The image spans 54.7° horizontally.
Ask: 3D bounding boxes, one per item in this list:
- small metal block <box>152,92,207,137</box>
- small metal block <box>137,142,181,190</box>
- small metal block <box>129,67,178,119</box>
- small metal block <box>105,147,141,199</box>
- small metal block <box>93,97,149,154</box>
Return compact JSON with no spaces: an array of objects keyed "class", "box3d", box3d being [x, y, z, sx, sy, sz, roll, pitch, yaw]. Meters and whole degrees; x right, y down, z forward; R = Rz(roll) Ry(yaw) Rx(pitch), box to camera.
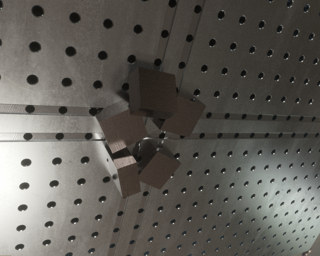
[{"class":"small metal block","box3d":[0.026,-0.019,0.415,0.050,0.025,0.050,15,111,-35]},{"class":"small metal block","box3d":[-0.007,0.055,0.443,0.050,0.025,0.050,31,101,-39]},{"class":"small metal block","box3d":[-0.008,-0.040,0.366,0.050,0.025,0.050,6,72,-32]},{"class":"small metal block","box3d":[-0.048,0.054,0.403,0.025,0.050,0.050,-18,126,-19]},{"class":"small metal block","box3d":[-0.048,-0.004,0.384,0.050,0.025,0.050,-26,128,-13]}]
